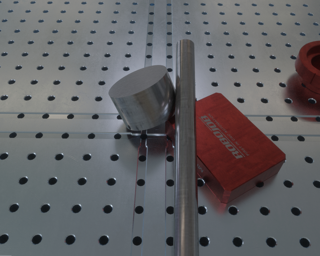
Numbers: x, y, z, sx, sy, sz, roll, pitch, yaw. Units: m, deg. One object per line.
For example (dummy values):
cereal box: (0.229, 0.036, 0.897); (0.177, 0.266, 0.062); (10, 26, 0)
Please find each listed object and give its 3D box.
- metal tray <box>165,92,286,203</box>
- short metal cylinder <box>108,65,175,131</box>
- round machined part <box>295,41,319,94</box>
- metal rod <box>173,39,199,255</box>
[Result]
metal tray: (0.077, 0.018, 0.390); (0.091, 0.030, 0.130); (-25, 54, -20)
short metal cylinder: (-0.019, -0.040, 0.404); (0.080, 0.050, 0.080); (-19, 29, 11)
round machined part: (0.256, -0.087, 0.472); (0.099, 0.042, 0.098); (0, 50, 0)
metal rod: (0.029, 0.018, 0.354); (0.025, 0.025, 0.299); (2, 61, 1)
